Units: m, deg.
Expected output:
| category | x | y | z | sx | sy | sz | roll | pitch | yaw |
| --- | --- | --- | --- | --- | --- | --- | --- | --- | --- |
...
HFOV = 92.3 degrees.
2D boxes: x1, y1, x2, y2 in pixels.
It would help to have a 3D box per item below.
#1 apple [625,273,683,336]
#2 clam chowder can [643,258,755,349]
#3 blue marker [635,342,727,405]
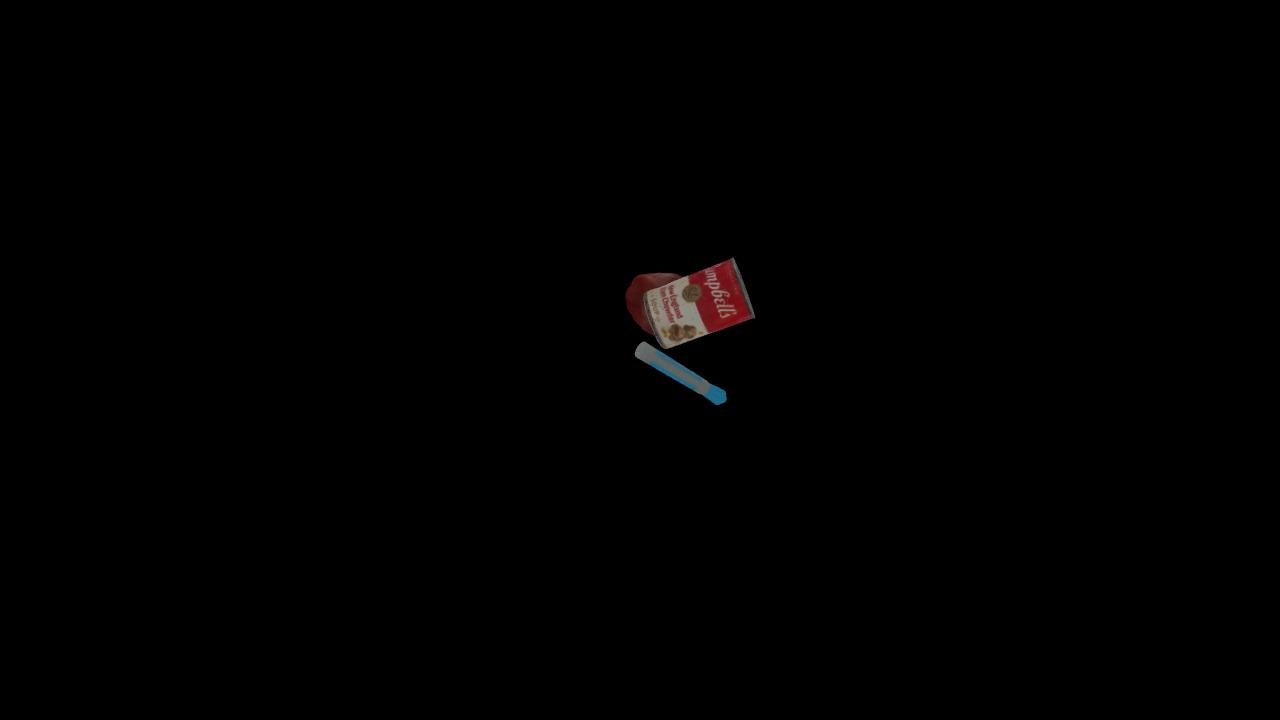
| category | x | y | z | sx | sy | sz | roll | pitch | yaw |
| --- | --- | --- | --- | --- | --- | --- | --- | --- | --- |
| apple | 0.029 | -0.066 | 0.733 | 0.093 | 0.079 | 0.079 | 22 | 8 | 20 |
| clam chowder can | 0.062 | -0.058 | 0.650 | 0.102 | 0.068 | 0.068 | -20 | -5 | 14 |
| blue marker | 0.047 | 0.017 | 0.663 | 0.121 | 0.020 | 0.020 | 31 | -14 | -24 |
